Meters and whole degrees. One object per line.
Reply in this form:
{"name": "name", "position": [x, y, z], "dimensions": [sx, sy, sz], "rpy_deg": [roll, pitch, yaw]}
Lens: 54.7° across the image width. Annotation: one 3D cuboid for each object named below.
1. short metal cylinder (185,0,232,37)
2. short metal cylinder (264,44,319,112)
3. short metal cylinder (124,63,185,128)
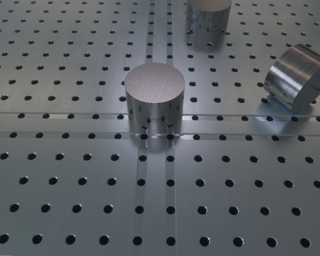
{"name": "short metal cylinder", "position": [0.088, -0.213, 0.570], "dimensions": [0.081, 0.050, 0.080], "rpy_deg": [0, 50, 0]}
{"name": "short metal cylinder", "position": [0.193, -0.069, 0.431], "dimensions": [0.081, 0.080, 0.050], "rpy_deg": [-28, 56, -21]}
{"name": "short metal cylinder", "position": [-0.007, -0.046, 0.430], "dimensions": [0.081, 0.050, 0.080], "rpy_deg": [0, 50, 0]}
